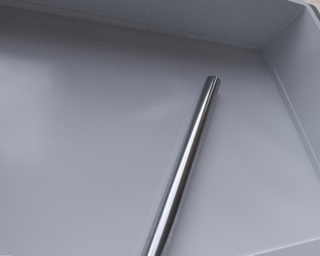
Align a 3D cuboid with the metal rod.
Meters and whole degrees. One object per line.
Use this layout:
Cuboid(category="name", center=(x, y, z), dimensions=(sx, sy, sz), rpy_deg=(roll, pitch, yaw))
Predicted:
Cuboid(category="metal rod", center=(0.037, 0.034, 0.406), dimensions=(0.025, 0.025, 0.301), rpy_deg=(31, 51, -9))
